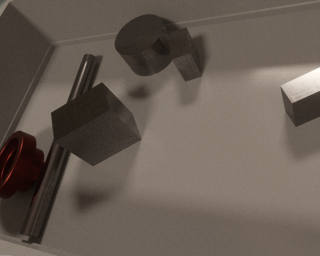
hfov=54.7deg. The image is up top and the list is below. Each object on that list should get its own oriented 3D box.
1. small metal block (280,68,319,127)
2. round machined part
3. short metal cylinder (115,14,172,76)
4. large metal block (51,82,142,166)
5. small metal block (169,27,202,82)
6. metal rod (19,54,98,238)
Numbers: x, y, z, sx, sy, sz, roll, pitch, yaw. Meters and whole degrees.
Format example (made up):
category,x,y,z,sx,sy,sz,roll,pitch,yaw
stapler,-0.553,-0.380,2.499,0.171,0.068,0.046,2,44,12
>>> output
category,x,y,z,sx,sy,sz,roll,pitch,yaw
small metal block,0.159,-0.033,0.326,0.050,0.050,0.025,-26,53,12
round machined part,-0.207,0.056,0.454,0.098,0.042,0.098,-28,47,35
short metal cylinder,-0.022,-0.127,0.478,0.080,0.050,0.080,-13,56,20
large metal block,-0.084,-0.002,0.414,0.080,0.080,0.050,-29,52,9
small metal block,0.036,-0.102,0.432,0.025,0.050,0.050,-16,55,19
metal rod,-0.147,0.010,0.474,0.025,0.025,0.299,-3,60,26
